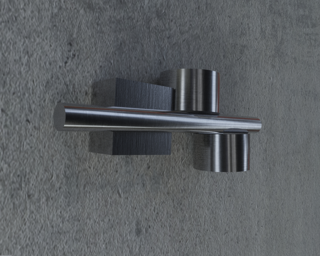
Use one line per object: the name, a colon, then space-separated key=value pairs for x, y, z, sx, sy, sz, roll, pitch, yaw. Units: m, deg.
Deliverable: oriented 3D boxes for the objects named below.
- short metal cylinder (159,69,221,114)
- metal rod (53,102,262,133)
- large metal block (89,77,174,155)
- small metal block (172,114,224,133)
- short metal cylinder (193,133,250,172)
short metal cylinder: x=0.039 y=-0.045 z=0.406 sx=0.081 sy=0.080 sz=0.050 roll=3 pitch=89 yaw=-40
metal rod: x=0.027 y=-0.007 z=0.365 sx=0.302 sy=0.025 sz=0.025 roll=1 pitch=89 yaw=-41
large metal block: x=-0.032 y=-0.010 z=0.360 sx=0.081 sy=0.050 sz=0.080 roll=4 pitch=88 yaw=-40
small metal block: x=0.053 y=-0.005 z=0.435 sx=0.050 sy=0.050 sz=0.025 roll=1 pitch=89 yaw=-40
short metal cylinder: x=0.088 y=0.033 z=0.446 sx=0.081 sy=0.080 sz=0.050 roll=0 pitch=91 yaw=-40
